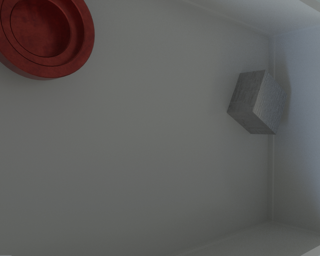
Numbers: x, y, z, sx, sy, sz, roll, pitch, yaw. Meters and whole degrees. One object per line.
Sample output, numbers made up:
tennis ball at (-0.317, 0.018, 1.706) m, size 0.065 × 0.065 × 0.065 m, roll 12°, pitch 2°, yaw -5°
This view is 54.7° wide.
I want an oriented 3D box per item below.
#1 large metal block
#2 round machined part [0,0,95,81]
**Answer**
large metal block at (0.170, -0.042, 0.536) m, size 0.080 × 0.050 × 0.080 m, roll 35°, pitch 69°, yaw -35°
round machined part at (-0.117, -0.095, 0.298) m, size 0.099 × 0.042 × 0.097 m, roll 0°, pitch 90°, yaw -40°
